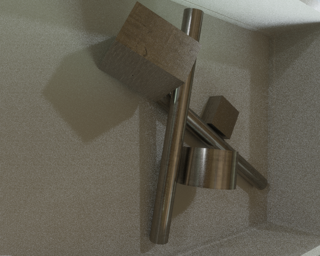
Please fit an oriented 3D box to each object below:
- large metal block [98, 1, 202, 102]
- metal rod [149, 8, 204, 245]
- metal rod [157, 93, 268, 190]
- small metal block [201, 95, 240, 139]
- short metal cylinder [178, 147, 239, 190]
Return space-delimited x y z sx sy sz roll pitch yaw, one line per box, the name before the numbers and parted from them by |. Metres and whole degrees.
large metal block | -0.014 -0.079 0.346 0.080 0.080 0.050 29 71 -16
metal rod | 0.020 0.001 0.398 0.025 0.025 0.298 5 95 -40
metal rod | 0.087 0.023 0.482 0.301 0.025 0.025 39 66 -34
small metal block | 0.094 -0.016 0.489 0.050 0.025 0.050 37 67 -34
short metal cylinder | 0.066 0.054 0.429 0.081 0.080 0.050 9 85 -40
